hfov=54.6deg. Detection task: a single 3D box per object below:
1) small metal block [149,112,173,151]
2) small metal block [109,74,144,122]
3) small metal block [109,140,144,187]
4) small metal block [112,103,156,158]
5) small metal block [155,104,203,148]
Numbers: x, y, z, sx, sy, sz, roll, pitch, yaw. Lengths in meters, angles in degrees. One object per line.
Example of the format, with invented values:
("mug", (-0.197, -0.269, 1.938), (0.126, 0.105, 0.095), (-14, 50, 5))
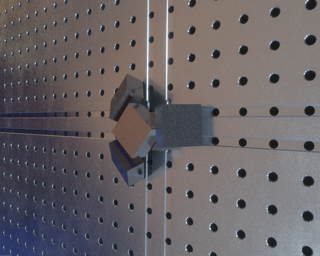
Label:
("small metal block", (-0.010, 0.003, 0.419), (0.050, 0.025, 0.050), (2, 94, 40))
("small metal block", (-0.047, -0.040, 0.433), (0.050, 0.025, 0.050), (-54, 23, 26))
("small metal block", (-0.046, 0.046, 0.432), (0.050, 0.025, 0.050), (53, 158, 27))
("small metal block", (-0.029, 0.003, 0.402), (0.050, 0.025, 0.050), (49, 118, 28))
("small metal block", (0.022, -0.002, 0.372), (0.025, 0.050, 0.050), (172, 96, -72))
